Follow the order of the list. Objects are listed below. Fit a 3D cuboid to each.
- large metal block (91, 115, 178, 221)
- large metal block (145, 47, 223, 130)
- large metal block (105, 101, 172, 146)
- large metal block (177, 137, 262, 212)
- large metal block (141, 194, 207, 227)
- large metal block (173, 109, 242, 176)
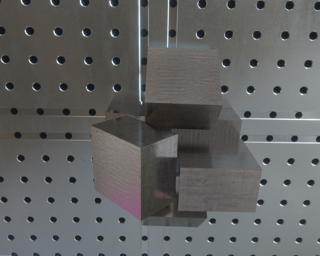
[{"bbox_3d":[-0.029,0.039,0.336,0.080,0.050,0.079,20,118,41],"label":"large metal block"},{"bbox_3d":[0.025,-0.046,0.360,0.080,0.080,0.050,2,148,-1],"label":"large metal block"},{"bbox_3d":[-0.029,0.014,0.405,0.080,0.050,0.079,6,110,-3],"label":"large metal block"},{"bbox_3d":[0.059,0.049,0.349,0.080,0.080,0.050,1,110,-1],"label":"large metal block"},{"bbox_3d":[0.016,0.100,0.415,0.080,0.050,0.080,2,155,-1],"label":"large metal block"},{"bbox_3d":[0.056,0.018,0.407,0.080,0.050,0.079,3,110,-1],"label":"large metal block"}]
